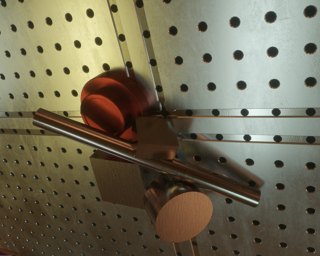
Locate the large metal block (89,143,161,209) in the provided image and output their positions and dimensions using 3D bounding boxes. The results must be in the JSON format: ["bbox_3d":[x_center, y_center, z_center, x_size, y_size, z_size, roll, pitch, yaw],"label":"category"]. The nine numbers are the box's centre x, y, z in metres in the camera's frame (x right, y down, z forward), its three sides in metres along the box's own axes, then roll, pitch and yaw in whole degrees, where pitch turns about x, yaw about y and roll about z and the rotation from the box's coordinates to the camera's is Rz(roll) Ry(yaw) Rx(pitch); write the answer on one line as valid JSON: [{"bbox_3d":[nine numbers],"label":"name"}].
[{"bbox_3d":[-0.047,0.067,0.457,0.080,0.050,0.079,5,121,25],"label":"large metal block"}]

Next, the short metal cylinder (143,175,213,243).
[{"bbox_3d":[0.024,0.106,0.419,0.081,0.050,0.079,-9,116,-18],"label":"short metal cylinder"}]

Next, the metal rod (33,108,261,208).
[{"bbox_3d":[-0.016,0.038,0.400,0.301,0.025,0.025,21,127,-1],"label":"metal rod"}]

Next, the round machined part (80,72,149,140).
[{"bbox_3d":[-0.067,-0.023,0.420,0.098,0.042,0.097,13,124,20],"label":"round machined part"}]

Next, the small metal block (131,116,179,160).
[{"bbox_3d":[-0.007,0.012,0.393,0.050,0.050,0.025,5,131,-15],"label":"small metal block"}]
